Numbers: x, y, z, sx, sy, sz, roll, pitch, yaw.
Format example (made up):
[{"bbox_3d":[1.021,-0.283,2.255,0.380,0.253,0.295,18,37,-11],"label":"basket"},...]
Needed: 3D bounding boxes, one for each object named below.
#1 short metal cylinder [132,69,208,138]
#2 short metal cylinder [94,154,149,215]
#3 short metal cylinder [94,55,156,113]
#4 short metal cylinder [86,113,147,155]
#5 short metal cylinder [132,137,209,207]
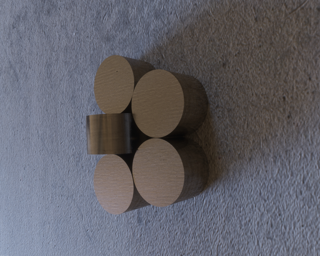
[{"bbox_3d":[0.011,-0.029,0.380,0.080,0.050,0.080,1,91,40],"label":"short metal cylinder"},{"bbox_3d":[-0.047,0.074,0.429,0.080,0.050,0.080,0,91,41],"label":"short metal cylinder"},{"bbox_3d":[-0.046,-0.057,0.428,0.080,0.050,0.080,0,91,41],"label":"short metal cylinder"},{"bbox_3d":[-0.058,0.008,0.419,0.080,0.081,0.050,-4,88,40],"label":"short metal cylinder"},{"bbox_3d":[0.012,0.051,0.379,0.080,0.050,0.080,1,91,41],"label":"short metal cylinder"}]
